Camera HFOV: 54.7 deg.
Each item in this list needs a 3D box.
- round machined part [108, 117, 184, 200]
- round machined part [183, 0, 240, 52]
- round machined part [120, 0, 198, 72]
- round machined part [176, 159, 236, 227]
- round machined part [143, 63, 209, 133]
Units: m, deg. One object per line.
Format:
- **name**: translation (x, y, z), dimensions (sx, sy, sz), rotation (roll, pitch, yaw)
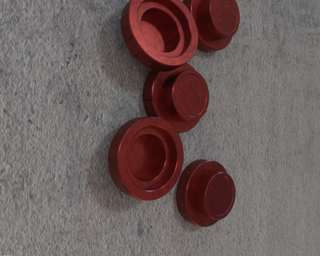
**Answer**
- **round machined part**: translation (-0.021, 0.035, 0.376), dimensions (0.099, 0.042, 0.097), rotation (0, 90, -40)
- **round machined part**: translation (0.082, -0.165, 0.461), dimensions (0.099, 0.042, 0.097), rotation (0, 90, -40)
- **round machined part**: translation (-0.005, -0.116, 0.381), dimensions (0.099, 0.042, 0.098), rotation (8, 76, -32)
- **round machined part**: translation (0.074, 0.097, 0.455), dimensions (0.099, 0.042, 0.097), rotation (0, 90, -40)
- **round machined part**: translation (0.028, -0.042, 0.417), dimensions (0.099, 0.042, 0.097), rotation (0, 90, -40)
